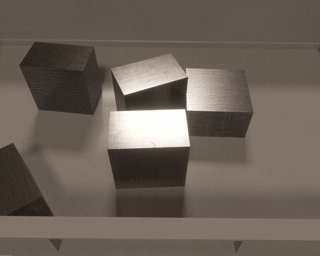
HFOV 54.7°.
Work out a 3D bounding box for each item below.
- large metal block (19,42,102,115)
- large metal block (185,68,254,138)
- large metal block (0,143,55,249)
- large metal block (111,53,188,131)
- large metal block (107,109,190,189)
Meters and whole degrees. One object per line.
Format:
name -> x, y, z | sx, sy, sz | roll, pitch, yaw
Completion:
large metal block -> -0.130, -0.066, 0.423 | 0.080, 0.080, 0.050 | 6, 50, 4
large metal block -> 0.074, -0.035, 0.419 | 0.081, 0.050, 0.080 | 2, 50, 1
large metal block -> -0.171, 0.075, 0.324 | 0.081, 0.050, 0.080 | -29, 56, -22
large metal block -> -0.013, -0.041, 0.404 | 0.081, 0.080, 0.050 | -18, 53, -15
large metal block -> -0.012, 0.026, 0.348 | 0.081, 0.080, 0.050 | -2, 50, -2
